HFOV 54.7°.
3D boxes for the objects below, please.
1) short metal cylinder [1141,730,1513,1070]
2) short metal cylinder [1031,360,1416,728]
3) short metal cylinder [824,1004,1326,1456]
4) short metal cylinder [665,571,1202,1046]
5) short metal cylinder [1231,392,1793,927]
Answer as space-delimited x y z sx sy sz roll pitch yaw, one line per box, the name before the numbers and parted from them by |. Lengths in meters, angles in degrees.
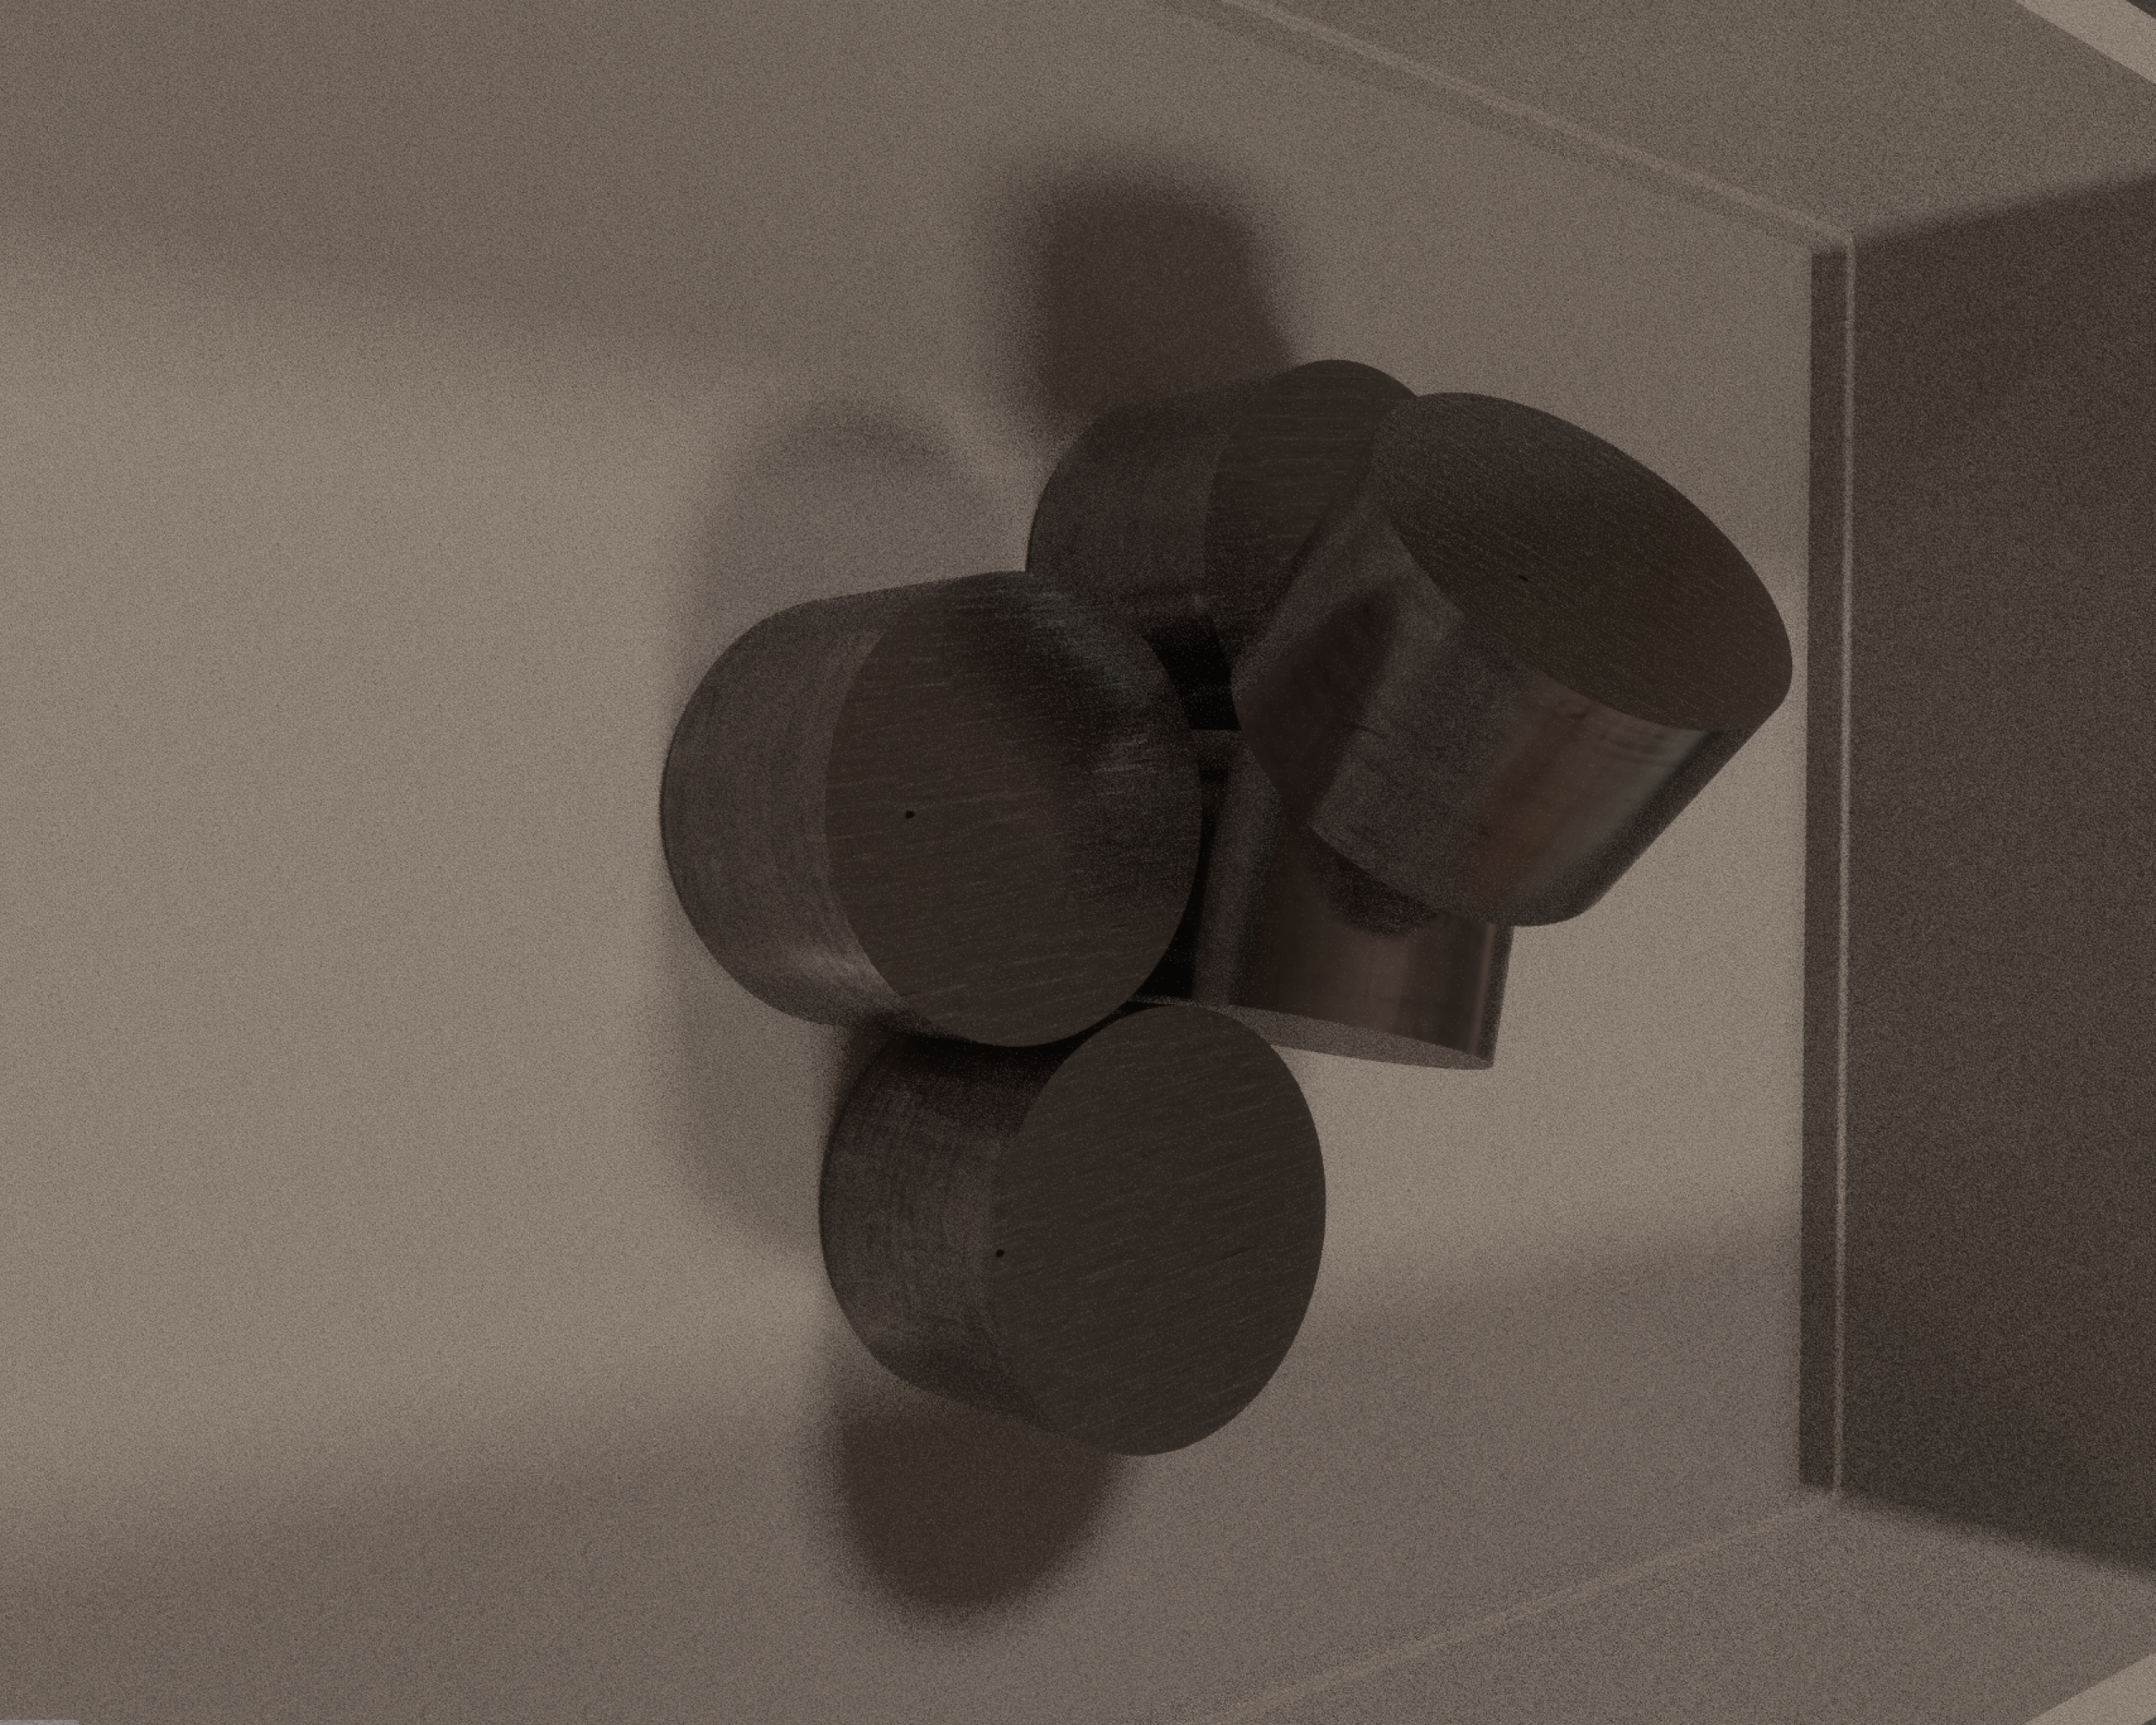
short metal cylinder | 0.045 0.009 0.409 0.081 0.080 0.050 17 79 -39
short metal cylinder | 0.038 -0.057 0.422 0.081 0.050 0.079 0 90 -40
short metal cylinder | 0.000 0.065 0.390 0.081 0.050 0.079 0 90 -40
short metal cylinder | -0.025 -0.009 0.369 0.081 0.050 0.079 0 90 -40
short metal cylinder | 0.074 -0.036 0.361 0.081 0.050 0.080 17 44 -17
